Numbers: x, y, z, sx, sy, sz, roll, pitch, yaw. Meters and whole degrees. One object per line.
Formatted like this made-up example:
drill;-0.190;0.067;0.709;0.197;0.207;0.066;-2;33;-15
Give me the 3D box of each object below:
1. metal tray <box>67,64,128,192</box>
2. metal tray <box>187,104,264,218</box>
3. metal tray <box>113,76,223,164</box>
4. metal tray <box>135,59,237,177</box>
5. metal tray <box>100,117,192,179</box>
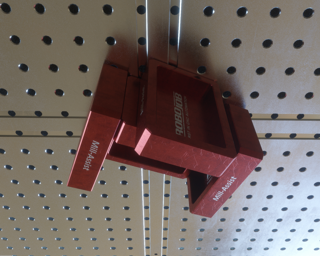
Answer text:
metal tray;-0.075;0.001;0.369;0.030;0.090;0.129;17;128;-14
metal tray;0.077;0.044;0.406;0.030;0.090;0.129;17;128;-14
metal tray;0.016;-0.007;0.363;0.131;0.090;0.030;17;128;-14
metal tray;0.024;-0.016;0.328;0.091;0.130;0.030;17;128;-15
metal tray;-0.006;0.017;0.422;0.131;0.030;0.089;17;128;-15
